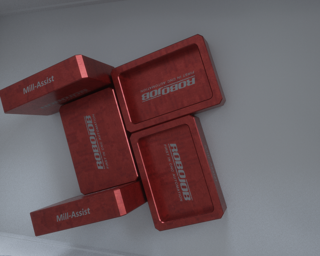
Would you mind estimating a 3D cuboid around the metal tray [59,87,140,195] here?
[{"bbox_3d":[-0.081,0.019,0.432,0.090,0.030,0.129,-18,84,18],"label":"metal tray"}]

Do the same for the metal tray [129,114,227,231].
[{"bbox_3d":[0.022,0.057,0.397,0.090,0.030,0.129,-18,84,18],"label":"metal tray"}]

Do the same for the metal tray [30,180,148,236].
[{"bbox_3d":[-0.086,0.100,0.402,0.130,0.090,0.030,-18,84,18],"label":"metal tray"}]

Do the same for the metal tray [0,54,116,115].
[{"bbox_3d":[-0.132,-0.053,0.417,0.130,0.090,0.030,-19,84,18],"label":"metal tray"}]

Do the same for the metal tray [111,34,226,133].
[{"bbox_3d":[0.009,-0.054,0.402,0.130,0.030,0.090,-18,84,18],"label":"metal tray"}]
